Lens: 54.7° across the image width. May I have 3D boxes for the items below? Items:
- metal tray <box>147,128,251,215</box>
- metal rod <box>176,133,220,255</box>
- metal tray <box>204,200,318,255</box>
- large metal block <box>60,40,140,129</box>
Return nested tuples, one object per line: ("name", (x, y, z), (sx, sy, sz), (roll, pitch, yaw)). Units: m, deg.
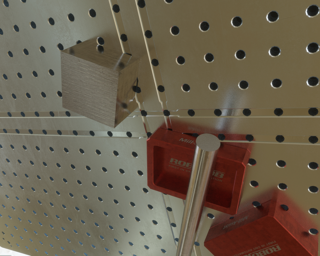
("metal tray", (0.047, 0.058, 0.418), (0.130, 0.030, 0.089), (14, 124, 20))
("metal rod", (0.044, 0.119, 0.424), (0.025, 0.025, 0.298), (20, 138, 16))
("metal tray", (0.138, 0.164, 0.437), (0.090, 0.030, 0.129), (45, 129, -4))
("large metal block", (-0.078, -0.057, 0.401), (0.080, 0.050, 0.079), (22, 127, 15))
